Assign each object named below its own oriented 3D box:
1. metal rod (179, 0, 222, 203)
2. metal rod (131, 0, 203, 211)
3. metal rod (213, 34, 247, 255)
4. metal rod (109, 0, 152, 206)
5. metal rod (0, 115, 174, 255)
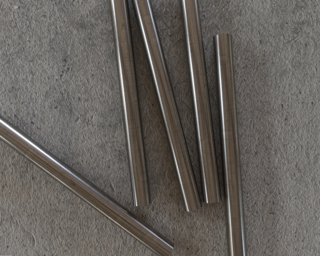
[{"bbox_3d":[0.052,-0.052,0.410,0.025,0.025,0.298,-7,90,0],"label":"metal rod"},{"bbox_3d":[0.008,-0.039,0.409,0.025,0.025,0.298,-14,90,0],"label":"metal rod"},{"bbox_3d":[0.093,0.028,0.410,0.025,0.025,0.298,-4,90,0],"label":"metal rod"},{"bbox_3d":[-0.041,-0.048,0.409,0.025,0.025,0.298,-7,90,0],"label":"metal rod"},{"bbox_3d":[-0.109,0.074,0.408,0.301,0.025,0.025,37,90,0],"label":"metal rod"}]
